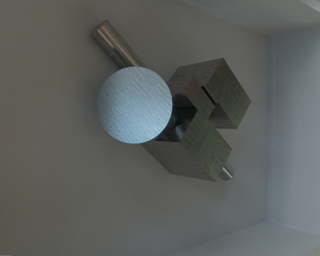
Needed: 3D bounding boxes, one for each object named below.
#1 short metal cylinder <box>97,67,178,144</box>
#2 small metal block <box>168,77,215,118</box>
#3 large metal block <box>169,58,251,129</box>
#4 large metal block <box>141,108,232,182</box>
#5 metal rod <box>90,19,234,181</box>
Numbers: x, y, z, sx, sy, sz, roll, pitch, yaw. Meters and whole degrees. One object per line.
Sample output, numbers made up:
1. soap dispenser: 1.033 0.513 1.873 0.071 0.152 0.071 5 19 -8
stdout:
1. short metal cylinder: -0.022 -0.024 0.344 0.050 0.080 0.079 3 88 -80
2. small metal block: 0.032 -0.034 0.387 0.050 0.050 0.025 48 61 -30
3. large metal block: 0.064 -0.044 0.426 0.080 0.080 0.050 48 61 -30
4. large metal block: 0.031 0.021 0.398 0.080 0.080 0.050 47 62 -30
5. metal rod: 0.020 -0.020 0.425 0.300 0.025 0.025 47 62 -30
